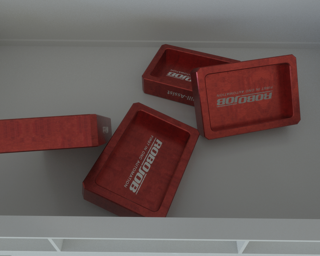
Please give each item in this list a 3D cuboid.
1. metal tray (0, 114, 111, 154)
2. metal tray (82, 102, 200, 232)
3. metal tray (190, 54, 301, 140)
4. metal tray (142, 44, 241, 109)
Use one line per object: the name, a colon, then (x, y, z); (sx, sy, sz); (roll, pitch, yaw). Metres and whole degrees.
metal tray: (-0.105, 0.005, 0.339); (0.091, 0.130, 0.030); (-4, 90, -3)
metal tray: (-0.017, 0.039, 0.355); (0.090, 0.030, 0.130); (25, 53, 3)
metal tray: (0.111, -0.041, 0.399); (0.131, 0.089, 0.030); (-10, 9, -8)
metal tray: (0.049, -0.077, 0.466); (0.130, 0.030, 0.090); (16, 52, 13)
